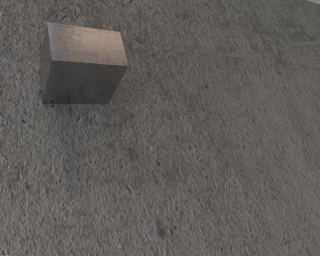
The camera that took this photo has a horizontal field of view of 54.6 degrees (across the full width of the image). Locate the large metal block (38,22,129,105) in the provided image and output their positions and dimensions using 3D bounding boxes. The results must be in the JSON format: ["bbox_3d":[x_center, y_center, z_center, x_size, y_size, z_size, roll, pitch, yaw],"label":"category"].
[{"bbox_3d":[-0.092,-0.070,0.361,0.081,0.080,0.050,-1,63,-29],"label":"large metal block"}]
